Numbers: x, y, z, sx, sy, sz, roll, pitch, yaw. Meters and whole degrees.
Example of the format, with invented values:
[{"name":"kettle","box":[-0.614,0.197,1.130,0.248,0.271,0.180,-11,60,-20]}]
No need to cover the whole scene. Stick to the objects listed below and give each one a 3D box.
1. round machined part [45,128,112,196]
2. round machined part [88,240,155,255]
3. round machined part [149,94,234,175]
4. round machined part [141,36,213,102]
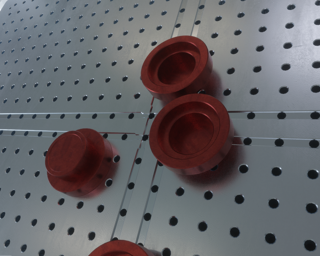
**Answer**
[{"name":"round machined part","box":[-0.120,0.043,0.436,0.098,0.042,0.098,-13,56,21]},{"name":"round machined part","box":[-0.037,0.168,0.315,0.098,0.042,0.098,-13,56,21]},{"name":"round machined part","box":[0.040,0.011,0.371,0.098,0.042,0.098,-13,56,21]},{"name":"round machined part","box":[0.026,-0.077,0.432,0.098,0.042,0.098,-13,56,21]}]
